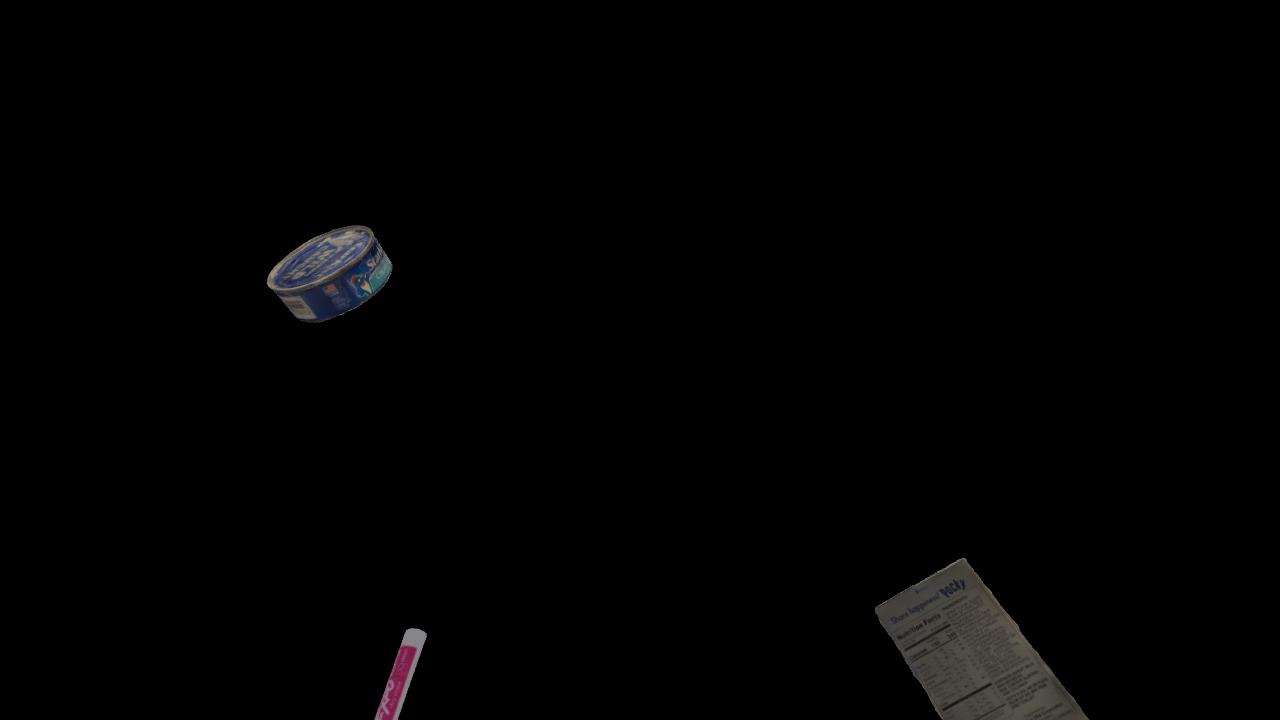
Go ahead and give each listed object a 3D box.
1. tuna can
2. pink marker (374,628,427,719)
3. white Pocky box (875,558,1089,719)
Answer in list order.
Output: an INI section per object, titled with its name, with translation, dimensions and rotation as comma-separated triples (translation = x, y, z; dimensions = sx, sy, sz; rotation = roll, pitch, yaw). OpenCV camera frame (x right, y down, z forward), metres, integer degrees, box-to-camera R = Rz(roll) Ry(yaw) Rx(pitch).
[tuna can]
translation = -0.237, -0.067, 0.474
dimensions = 0.084, 0.034, 0.084
rotation = -12, 40, 10
[pink marker]
translation = -0.202, 0.281, 0.499
dimensions = 0.020, 0.020, 0.121
rotation = 0, 42, 6
[white Pocky box]
translation = 0.251, 0.233, 0.445
dimensions = 0.084, 0.154, 0.028
rotation = -35, -40, 9
